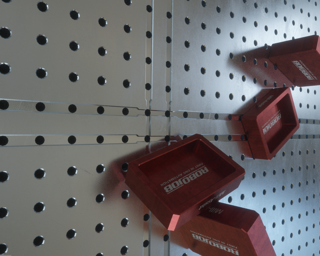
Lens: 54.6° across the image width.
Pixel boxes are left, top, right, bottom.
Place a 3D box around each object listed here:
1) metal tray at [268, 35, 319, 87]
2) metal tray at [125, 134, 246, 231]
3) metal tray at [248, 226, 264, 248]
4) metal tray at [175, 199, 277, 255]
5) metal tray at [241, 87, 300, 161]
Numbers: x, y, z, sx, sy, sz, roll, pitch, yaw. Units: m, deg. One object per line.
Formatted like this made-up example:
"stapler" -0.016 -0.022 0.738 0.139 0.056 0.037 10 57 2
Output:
"metal tray" 0.285 -0.125 0.603 0.131 0.090 0.030 27 73 -37
"metal tray" 0.034 0.061 0.393 0.131 0.090 0.030 -21 138 -38
"metal tray" 0.137 0.231 0.519 0.091 0.030 0.129 2 89 -40
"metal tray" 0.078 0.138 0.405 0.030 0.130 0.090 -40 115 -32
"metal tray" 0.210 -0.010 0.580 0.131 0.030 0.090 -35 112 -34
